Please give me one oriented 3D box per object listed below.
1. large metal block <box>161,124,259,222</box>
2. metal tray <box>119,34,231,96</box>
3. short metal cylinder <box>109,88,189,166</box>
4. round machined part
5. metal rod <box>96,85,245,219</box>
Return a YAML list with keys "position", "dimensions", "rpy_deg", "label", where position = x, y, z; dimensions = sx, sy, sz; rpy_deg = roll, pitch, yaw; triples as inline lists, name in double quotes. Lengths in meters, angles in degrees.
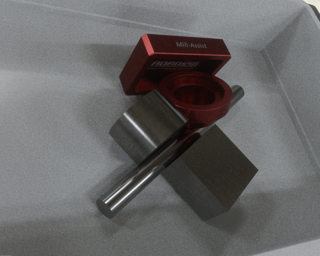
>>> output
- position: [0.062, 0.055, 0.388]
  dimensions: [0.080, 0.050, 0.080]
  rpy_deg: [48, 51, 5]
  label: "large metal block"
- position: [0.021, -0.083, 0.424]
  dimensions: [0.131, 0.090, 0.030]
  rpy_deg: [-7, 65, -32]
  label: "metal tray"
- position: [-0.012, -0.001, 0.364]
  dimensions: [0.050, 0.080, 0.080]
  rpy_deg: [48, 51, 4]
  label: "short metal cylinder"
- position: [0.046, -0.036, 0.424]
  dimensions: [0.099, 0.042, 0.098]
  rpy_deg: [3, 39, -2]
  label: "round machined part"
- position: [0.035, 0.012, 0.417]
  dimensions: [0.025, 0.025, 0.302]
  rpy_deg: [48, 51, 5]
  label: "metal rod"
